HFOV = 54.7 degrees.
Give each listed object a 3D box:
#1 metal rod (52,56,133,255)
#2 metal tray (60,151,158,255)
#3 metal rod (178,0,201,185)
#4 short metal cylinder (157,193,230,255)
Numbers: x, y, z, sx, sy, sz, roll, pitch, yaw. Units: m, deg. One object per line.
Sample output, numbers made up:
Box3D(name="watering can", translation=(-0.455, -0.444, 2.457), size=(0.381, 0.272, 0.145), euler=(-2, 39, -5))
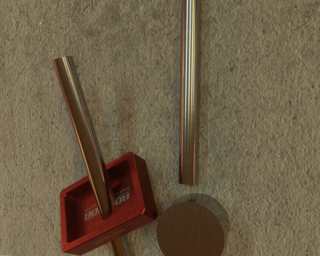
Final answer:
Box3D(name="metal rod", translation=(-0.081, 0.057, 0.401), size=(0.025, 0.025, 0.298), euler=(-12, 99, 19))
Box3D(name="metal tray", translation=(-0.073, 0.100, 0.408), size=(0.130, 0.030, 0.090), euler=(-30, 50, 17))
Box3D(name="metal rod", translation=(0.038, -0.079, 0.394), size=(0.025, 0.025, 0.298), euler=(1, 90, 19))
Box3D(name="short metal cylinder", translation=(0.042, 0.125, 0.380), size=(0.080, 0.050, 0.079), euler=(0, 90, 19))
